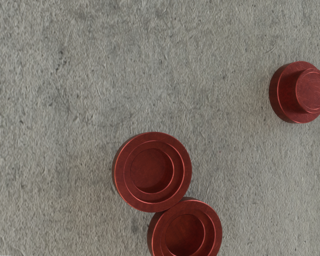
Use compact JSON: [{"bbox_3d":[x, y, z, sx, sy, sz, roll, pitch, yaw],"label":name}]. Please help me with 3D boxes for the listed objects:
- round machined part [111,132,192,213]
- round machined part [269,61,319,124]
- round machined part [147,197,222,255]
[{"bbox_3d":[-0.013,0.054,0.394,0.099,0.042,0.097,1,88,-19],"label":"round machined part"},{"bbox_3d":[0.223,-0.056,0.482,0.099,0.042,0.097,0,90,-20],"label":"round machined part"},{"bbox_3d":[0.029,0.140,0.411,0.099,0.042,0.097,0,90,-20],"label":"round machined part"}]
